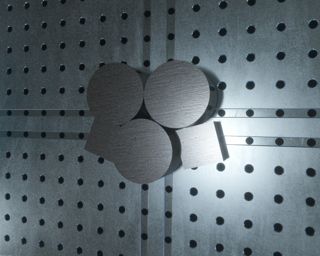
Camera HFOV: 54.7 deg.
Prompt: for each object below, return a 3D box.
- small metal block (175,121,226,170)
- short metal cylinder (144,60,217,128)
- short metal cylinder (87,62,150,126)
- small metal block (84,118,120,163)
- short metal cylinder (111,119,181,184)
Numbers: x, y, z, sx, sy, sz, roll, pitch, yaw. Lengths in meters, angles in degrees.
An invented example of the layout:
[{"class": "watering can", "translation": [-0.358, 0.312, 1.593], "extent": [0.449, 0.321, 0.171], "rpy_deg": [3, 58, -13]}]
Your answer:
[{"class": "small metal block", "translation": [0.051, 0.022, 0.391], "extent": [0.050, 0.025, 0.050], "rpy_deg": [-15, 85, 19]}, {"class": "short metal cylinder", "translation": [0.027, -0.040, 0.386], "extent": [0.080, 0.050, 0.079], "rpy_deg": [0, 90, 20]}, {"class": "short metal cylinder", "translation": [-0.049, -0.043, 0.413], "extent": [0.080, 0.050, 0.079], "rpy_deg": [0, 90, 20]}, {"class": "small metal block", "translation": [-0.072, 0.015, 0.434], "extent": [0.050, 0.025, 0.050], "rpy_deg": [22, 97, 18]}, {"class": "short metal cylinder", "translation": [-0.015, 0.028, 0.401], "extent": [0.080, 0.050, 0.079], "rpy_deg": [0, 90, 20]}]
